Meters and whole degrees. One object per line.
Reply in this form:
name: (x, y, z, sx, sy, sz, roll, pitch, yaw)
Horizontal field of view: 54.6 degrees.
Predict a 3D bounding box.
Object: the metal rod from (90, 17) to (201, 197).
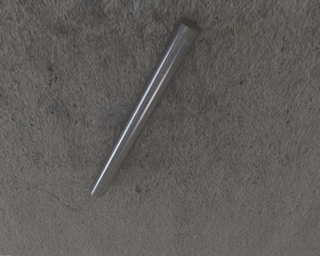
metal rod: (-0.033, -0.003, 0.403, 0.025, 0.025, 0.298, 20, 127, -16)
